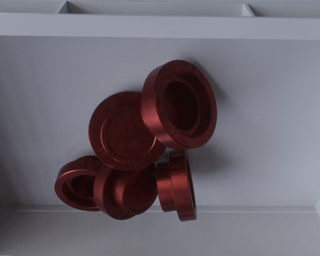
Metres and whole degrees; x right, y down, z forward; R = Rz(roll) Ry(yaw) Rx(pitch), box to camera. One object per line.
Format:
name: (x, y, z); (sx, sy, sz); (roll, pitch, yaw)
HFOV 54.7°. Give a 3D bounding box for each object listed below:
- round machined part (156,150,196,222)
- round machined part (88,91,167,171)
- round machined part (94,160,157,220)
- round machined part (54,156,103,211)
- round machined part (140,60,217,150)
round machined part: (0.022, 0.079, 0.429); (0.042, 0.098, 0.098); (-10, 130, 7)
round machined part: (-0.036, 0.005, 0.372); (0.099, 0.042, 0.097); (-1, 99, -9)
round machined part: (-0.038, 0.080, 0.427); (0.042, 0.098, 0.098); (14, 144, 42)
round machined part: (-0.103, 0.079, 0.464); (0.099, 0.042, 0.097); (0, 131, 0)
round machined part: (0.017, -0.023, 0.349); (0.042, 0.098, 0.098); (-14, 134, 46)
